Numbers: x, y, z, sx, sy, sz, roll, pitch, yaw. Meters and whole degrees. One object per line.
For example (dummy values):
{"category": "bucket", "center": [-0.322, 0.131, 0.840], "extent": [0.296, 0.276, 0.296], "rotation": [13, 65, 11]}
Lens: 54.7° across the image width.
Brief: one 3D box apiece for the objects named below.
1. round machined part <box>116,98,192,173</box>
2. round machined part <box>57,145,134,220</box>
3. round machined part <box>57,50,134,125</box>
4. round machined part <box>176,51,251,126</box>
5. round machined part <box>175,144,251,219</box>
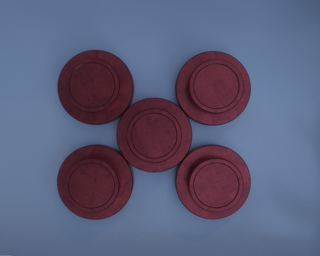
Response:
{"category": "round machined part", "center": [-0.007, 0.009, 0.401], "extent": [0.099, 0.042, 0.097], "rotation": [0, 90, -1]}
{"category": "round machined part", "center": [-0.084, 0.071, 0.401], "extent": [0.099, 0.042, 0.097], "rotation": [0, 90, -1]}
{"category": "round machined part", "center": [-0.084, -0.053, 0.400], "extent": [0.099, 0.042, 0.097], "rotation": [0, 90, -1]}
{"category": "round machined part", "center": [0.070, -0.052, 0.403], "extent": [0.099, 0.042, 0.097], "rotation": [0, 90, -1]}
{"category": "round machined part", "center": [0.070, 0.071, 0.403], "extent": [0.099, 0.042, 0.097], "rotation": [0, 90, -1]}
